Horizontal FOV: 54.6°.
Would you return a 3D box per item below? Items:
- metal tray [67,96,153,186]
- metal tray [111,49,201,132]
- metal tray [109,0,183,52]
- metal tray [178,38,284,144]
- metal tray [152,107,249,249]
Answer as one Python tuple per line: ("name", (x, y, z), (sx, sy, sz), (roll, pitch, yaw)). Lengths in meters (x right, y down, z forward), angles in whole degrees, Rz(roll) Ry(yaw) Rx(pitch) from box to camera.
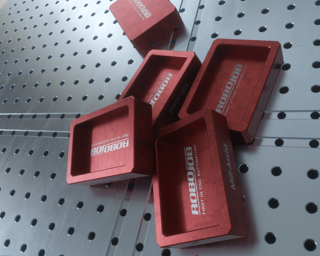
("metal tray", (-0.067, 0.021, 0.392), (0.130, 0.030, 0.090), (-16, 67, 39))
("metal tray", (-0.007, -0.048, 0.431), (0.090, 0.030, 0.130), (17, 70, 43))
("metal tray", (-0.029, -0.200, 0.544), (0.090, 0.030, 0.130), (-34, 51, 6))
("metal tray", (0.090, -0.052, 0.390), (0.090, 0.030, 0.130), (14, 69, 34))
("metal tray", (0.035, 0.053, 0.329), (0.090, 0.030, 0.130), (-26, 56, 35))
